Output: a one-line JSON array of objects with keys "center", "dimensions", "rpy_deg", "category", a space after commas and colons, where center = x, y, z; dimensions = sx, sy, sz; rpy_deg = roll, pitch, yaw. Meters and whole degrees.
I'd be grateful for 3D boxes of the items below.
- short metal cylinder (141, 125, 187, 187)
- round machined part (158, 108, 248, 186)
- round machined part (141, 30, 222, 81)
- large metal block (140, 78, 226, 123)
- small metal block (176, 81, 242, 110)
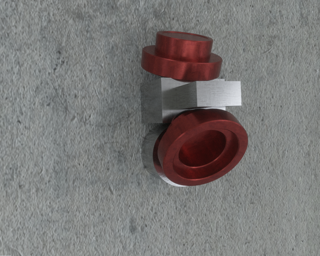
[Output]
[{"center": [0.020, 0.033, 0.407], "dimensions": [0.081, 0.050, 0.079], "rpy_deg": [0, 90, -21], "category": "short metal cylinder"}, {"center": [0.044, 0.017, 0.348], "dimensions": [0.099, 0.042, 0.097], "rpy_deg": [-11, 132, -13], "category": "round machined part"}, {"center": [0.027, -0.092, 0.378], "dimensions": [0.099, 0.098, 0.042], "rpy_deg": [-2, 116, -20], "category": "round machined part"}, {"center": [0.026, -0.032, 0.391], "dimensions": [0.081, 0.080, 0.050], "rpy_deg": [-2, 91, -20], "category": "large metal block"}, {"center": [0.051, -0.034, 0.331], "dimensions": [0.050, 0.050, 0.025], "rpy_deg": [-3, 91, -20], "category": "small metal block"}]
